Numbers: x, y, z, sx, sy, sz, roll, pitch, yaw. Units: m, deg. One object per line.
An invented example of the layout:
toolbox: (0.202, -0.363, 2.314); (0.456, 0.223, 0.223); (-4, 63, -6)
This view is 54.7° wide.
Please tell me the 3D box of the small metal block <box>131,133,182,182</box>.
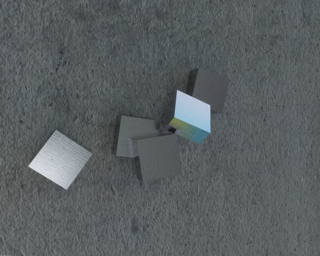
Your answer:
small metal block: (-0.004, 0.035, 0.381); (0.050, 0.025, 0.050); (-9, 94, -20)

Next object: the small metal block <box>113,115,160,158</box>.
small metal block: (-0.031, 0.012, 0.397); (0.050, 0.025, 0.050); (8, 88, -20)

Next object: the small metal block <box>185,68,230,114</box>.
small metal block: (0.065, -0.051, 0.433); (0.050, 0.025, 0.050); (15, 85, -20)

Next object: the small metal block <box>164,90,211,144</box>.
small metal block: (0.036, -0.014, 0.394); (0.050, 0.025, 0.050); (23, 45, -16)

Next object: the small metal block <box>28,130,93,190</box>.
small metal block: (-0.117, 0.036, 0.366); (0.050, 0.025, 0.050); (37, 78, -16)
